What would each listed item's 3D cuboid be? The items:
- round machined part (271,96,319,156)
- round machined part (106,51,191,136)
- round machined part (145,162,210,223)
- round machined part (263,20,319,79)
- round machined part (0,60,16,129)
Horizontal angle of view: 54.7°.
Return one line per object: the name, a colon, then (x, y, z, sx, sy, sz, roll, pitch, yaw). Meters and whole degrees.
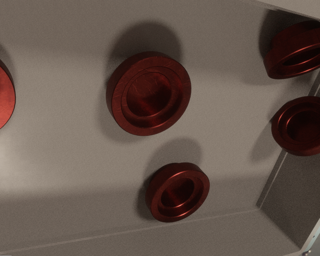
round machined part: (0.234, 0.001, 0.493, 0.098, 0.098, 0.042, -48, 130, 5)
round machined part: (-0.016, -0.043, 0.364, 0.099, 0.042, 0.097, -14, 125, -21)
round machined part: (0.022, 0.092, 0.469, 0.099, 0.042, 0.097, -14, 125, -21)
round machined part: (0.188, -0.107, 0.415, 0.099, 0.042, 0.098, -12, 164, -3)
round machined part: (-0.185, -0.027, 0.280, 0.099, 0.042, 0.097, -14, 125, -21)
